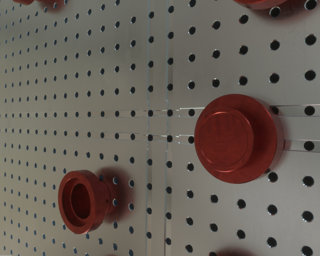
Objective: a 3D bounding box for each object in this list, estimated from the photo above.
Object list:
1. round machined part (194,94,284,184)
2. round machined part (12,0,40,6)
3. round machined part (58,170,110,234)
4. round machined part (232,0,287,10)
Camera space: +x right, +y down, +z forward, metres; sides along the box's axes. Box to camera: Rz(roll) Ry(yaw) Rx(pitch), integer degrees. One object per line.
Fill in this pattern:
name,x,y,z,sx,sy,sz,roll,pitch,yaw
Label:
round machined part,0.077,0.012,0.335,0.098,0.042,0.097,0,90,40
round machined part,-0.257,-0.292,0.613,0.098,0.042,0.097,0,90,40
round machined part,-0.118,0.115,0.497,0.098,0.042,0.097,0,90,40
round machined part,0.109,-0.168,0.309,0.098,0.042,0.097,0,90,40
